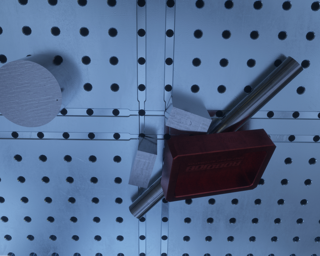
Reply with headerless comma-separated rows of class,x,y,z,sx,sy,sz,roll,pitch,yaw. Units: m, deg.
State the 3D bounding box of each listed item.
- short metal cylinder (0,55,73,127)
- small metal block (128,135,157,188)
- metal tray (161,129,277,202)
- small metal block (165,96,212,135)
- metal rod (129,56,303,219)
short metal cylinder,-0.154,-0.047,0.381,0.081,0.050,0.079,0,110,-1
small metal block,-0.022,0.044,0.416,0.025,0.050,0.050,14,109,-6
metal tray,0.071,0.048,0.396,0.131,0.030,0.089,-5,133,-13
small metal block,0.034,-0.015,0.395,0.050,0.050,0.025,19,109,-7
metal rod,0.066,0.022,0.422,0.025,0.025,0.299,41,104,-14
